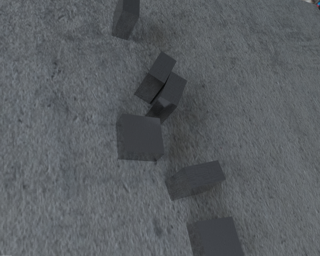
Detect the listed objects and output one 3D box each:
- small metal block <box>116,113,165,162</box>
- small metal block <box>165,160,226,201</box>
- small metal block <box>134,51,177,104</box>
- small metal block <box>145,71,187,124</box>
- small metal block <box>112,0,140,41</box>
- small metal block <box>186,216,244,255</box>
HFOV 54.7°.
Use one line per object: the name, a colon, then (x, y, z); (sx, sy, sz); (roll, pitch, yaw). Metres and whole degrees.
small metal block: (-0.025, 0.013, 0.384); (0.050, 0.025, 0.050); (7, 59, -25)
small metal block: (0.042, 0.064, 0.373); (0.050, 0.050, 0.025); (-7, 65, -32)
small metal block: (-0.007, -0.069, 0.428); (0.025, 0.050, 0.050); (32, 51, -8)
small metal block: (0.008, -0.040, 0.418); (0.025, 0.050, 0.050); (30, 52, -10)
small metal block: (-0.051, -0.170, 0.465); (0.025, 0.050, 0.050); (13, 57, -22)
small metal block: (0.064, 0.133, 0.359); (0.050, 0.025, 0.050); (1, 61, -28)
